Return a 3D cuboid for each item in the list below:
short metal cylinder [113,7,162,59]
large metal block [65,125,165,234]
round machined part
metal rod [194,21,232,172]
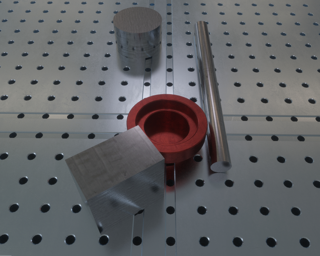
[{"bbox_3d":[-0.037,-0.163,0.528,0.081,0.050,0.080,0,50,0],"label":"short metal cylinder"},{"bbox_3d":[-0.043,0.055,0.325,0.081,0.080,0.050,-26,55,-20],"label":"large metal block"},{"bbox_3d":[0.008,0.005,0.391,0.099,0.042,0.098,1,49,-1],"label":"round machined part"},{"bbox_3d":[0.073,-0.068,0.465,0.025,0.025,0.300,0,50,0],"label":"metal rod"}]
